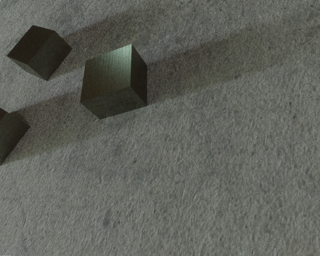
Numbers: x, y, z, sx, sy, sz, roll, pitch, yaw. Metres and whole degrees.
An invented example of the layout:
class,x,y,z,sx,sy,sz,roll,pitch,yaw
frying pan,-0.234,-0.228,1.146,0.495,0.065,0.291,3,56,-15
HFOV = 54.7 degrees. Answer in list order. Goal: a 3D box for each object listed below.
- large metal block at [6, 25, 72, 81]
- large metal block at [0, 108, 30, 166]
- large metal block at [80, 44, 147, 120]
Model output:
class,x,y,z,sx,sy,sz,roll,pitch,yaw
large metal block,-0.231,-0.145,0.595,0.080,0.050,0.080,24,74,36
large metal block,-0.286,0.006,0.531,0.080,0.050,0.080,23,74,36
large metal block,-0.066,-0.068,0.463,0.080,0.050,0.080,-14,56,19
